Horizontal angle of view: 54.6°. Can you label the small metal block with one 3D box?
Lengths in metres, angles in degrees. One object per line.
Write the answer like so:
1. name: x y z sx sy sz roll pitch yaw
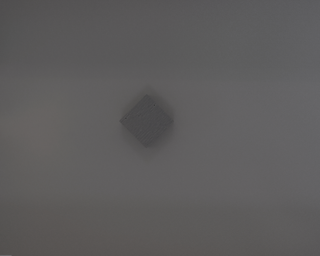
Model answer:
1. small metal block: -0.017 -0.009 0.411 0.050 0.025 0.050 -45 90 0
